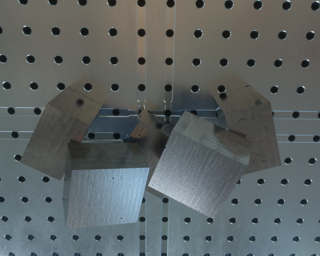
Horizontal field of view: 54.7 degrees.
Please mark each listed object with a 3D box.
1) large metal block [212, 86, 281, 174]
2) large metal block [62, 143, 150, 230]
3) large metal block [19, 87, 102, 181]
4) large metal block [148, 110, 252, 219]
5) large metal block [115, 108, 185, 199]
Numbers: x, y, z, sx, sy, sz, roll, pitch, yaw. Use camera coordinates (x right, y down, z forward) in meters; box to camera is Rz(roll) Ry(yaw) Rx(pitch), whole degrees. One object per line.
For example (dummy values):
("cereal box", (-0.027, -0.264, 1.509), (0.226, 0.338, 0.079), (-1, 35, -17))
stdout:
("large metal block", (0.105, 0.000, 0.385), (0.050, 0.080, 0.080), (-15, 110, 5))
("large metal block", (-0.064, 0.064, 0.353), (0.081, 0.050, 0.079), (1, 119, -23))
("large metal block", (-0.119, 0.004, 0.383), (0.050, 0.080, 0.080), (28, 107, -10))
("large metal block", (0.043, 0.040, 0.341), (0.080, 0.050, 0.079), (26, 122, 6))
("large metal block", (-0.011, 0.033, 0.411), (0.080, 0.050, 0.080), (31, 107, -11))
